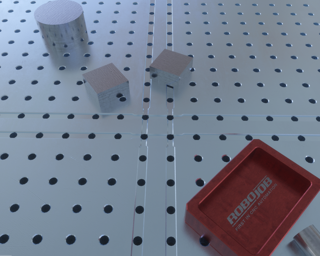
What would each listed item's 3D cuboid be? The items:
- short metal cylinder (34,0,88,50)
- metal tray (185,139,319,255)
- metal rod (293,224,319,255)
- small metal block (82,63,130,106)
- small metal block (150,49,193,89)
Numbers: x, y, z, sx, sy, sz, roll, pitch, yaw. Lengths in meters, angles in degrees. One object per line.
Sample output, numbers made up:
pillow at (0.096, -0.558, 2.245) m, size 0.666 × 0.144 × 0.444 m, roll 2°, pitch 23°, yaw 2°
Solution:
short metal cylinder at (-0.171, -0.181, 0.542) m, size 0.080 × 0.050 × 0.080 m, roll 0°, pitch 50°, yaw 0°
metal tray at (0.102, 0.079, 0.338) m, size 0.131 × 0.030 × 0.090 m, roll -37°, pitch 59°, yaw -27°
metal rod at (0.215, 0.209, 0.233) m, size 0.025 × 0.025 × 0.300 m, roll -21°, pitch 53°, yaw -17°
small metal block at (-0.080, -0.066, 0.462) m, size 0.050 × 0.025 × 0.050 m, roll -27°, pitch 55°, yaw -21°
small metal block at (0.018, -0.094, 0.487) m, size 0.050 × 0.025 × 0.050 m, roll 22°, pitch 53°, yaw 17°
